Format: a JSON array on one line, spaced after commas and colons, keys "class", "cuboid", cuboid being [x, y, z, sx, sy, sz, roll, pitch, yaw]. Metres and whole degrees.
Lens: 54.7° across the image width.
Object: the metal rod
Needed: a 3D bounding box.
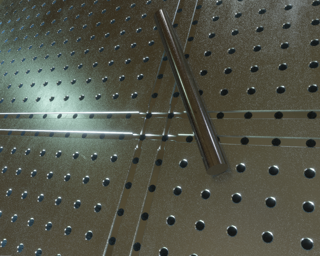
[{"class": "metal rod", "cuboid": [0.033, -0.071, 0.433, 0.025, 0.025, 0.299, -24, 53, 13]}]
